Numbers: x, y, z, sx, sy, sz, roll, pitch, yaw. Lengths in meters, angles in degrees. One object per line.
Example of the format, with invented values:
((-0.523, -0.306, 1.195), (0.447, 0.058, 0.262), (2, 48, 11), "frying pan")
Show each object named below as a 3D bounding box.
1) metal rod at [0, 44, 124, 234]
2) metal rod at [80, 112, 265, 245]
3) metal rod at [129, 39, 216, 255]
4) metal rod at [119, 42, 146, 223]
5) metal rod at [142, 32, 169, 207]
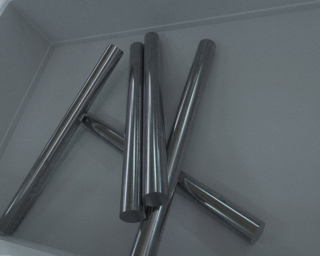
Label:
((-0.140, 0.012, 0.443), (0.025, 0.025, 0.299), (27, 84, 37), "metal rod")
((-0.012, 0.043, 0.384), (0.300, 0.025, 0.025), (29, 78, 37), "metal rod")
((0.025, 0.004, 0.364), (0.025, 0.025, 0.300), (1, 54, 28), "metal rod")
((-0.031, -0.023, 0.398), (0.025, 0.025, 0.300), (-20, 43, 16), "metal rod")
((-0.009, -0.039, 0.394), (0.025, 0.025, 0.300), (-20, 42, 16), "metal rod")
